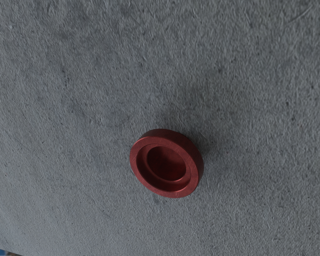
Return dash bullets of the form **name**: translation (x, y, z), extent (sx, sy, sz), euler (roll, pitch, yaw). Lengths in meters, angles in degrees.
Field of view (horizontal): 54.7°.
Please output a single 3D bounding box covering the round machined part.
- **round machined part**: translation (0.012, 0.043, 0.416), extent (0.098, 0.042, 0.097), euler (13, 124, 20)
